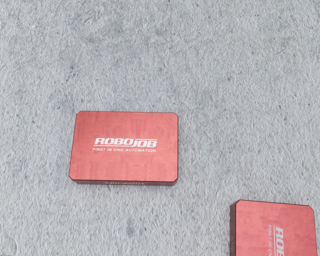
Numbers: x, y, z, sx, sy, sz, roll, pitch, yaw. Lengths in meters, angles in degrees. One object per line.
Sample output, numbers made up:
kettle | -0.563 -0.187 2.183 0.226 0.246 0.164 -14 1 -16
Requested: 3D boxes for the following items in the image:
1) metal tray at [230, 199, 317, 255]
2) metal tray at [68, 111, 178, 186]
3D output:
metal tray | 0.127 0.152 0.351 0.091 0.030 0.130 5 70 1
metal tray | -0.043 0.026 0.396 0.131 0.030 0.090 1 70 0
